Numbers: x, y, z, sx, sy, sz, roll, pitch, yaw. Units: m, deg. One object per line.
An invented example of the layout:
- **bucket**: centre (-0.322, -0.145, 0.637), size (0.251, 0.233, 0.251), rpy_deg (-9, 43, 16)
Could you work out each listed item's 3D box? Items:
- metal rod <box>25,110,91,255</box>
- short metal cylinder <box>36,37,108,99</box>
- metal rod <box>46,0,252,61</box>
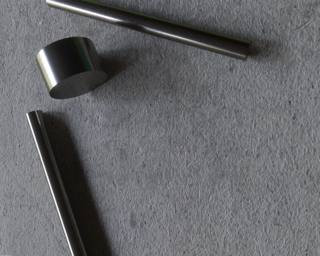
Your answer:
- **metal rod**: centre (-0.141, 0.116, 0.456), size (0.025, 0.025, 0.299), rpy_deg (-23, 83, 18)
- **short metal cylinder**: centre (-0.119, -0.079, 0.420), size (0.080, 0.080, 0.050), rpy_deg (-27, 82, 18)
- **metal rod**: centre (-0.028, -0.143, 0.417), size (0.301, 0.025, 0.025), rpy_deg (21, 97, 18)
